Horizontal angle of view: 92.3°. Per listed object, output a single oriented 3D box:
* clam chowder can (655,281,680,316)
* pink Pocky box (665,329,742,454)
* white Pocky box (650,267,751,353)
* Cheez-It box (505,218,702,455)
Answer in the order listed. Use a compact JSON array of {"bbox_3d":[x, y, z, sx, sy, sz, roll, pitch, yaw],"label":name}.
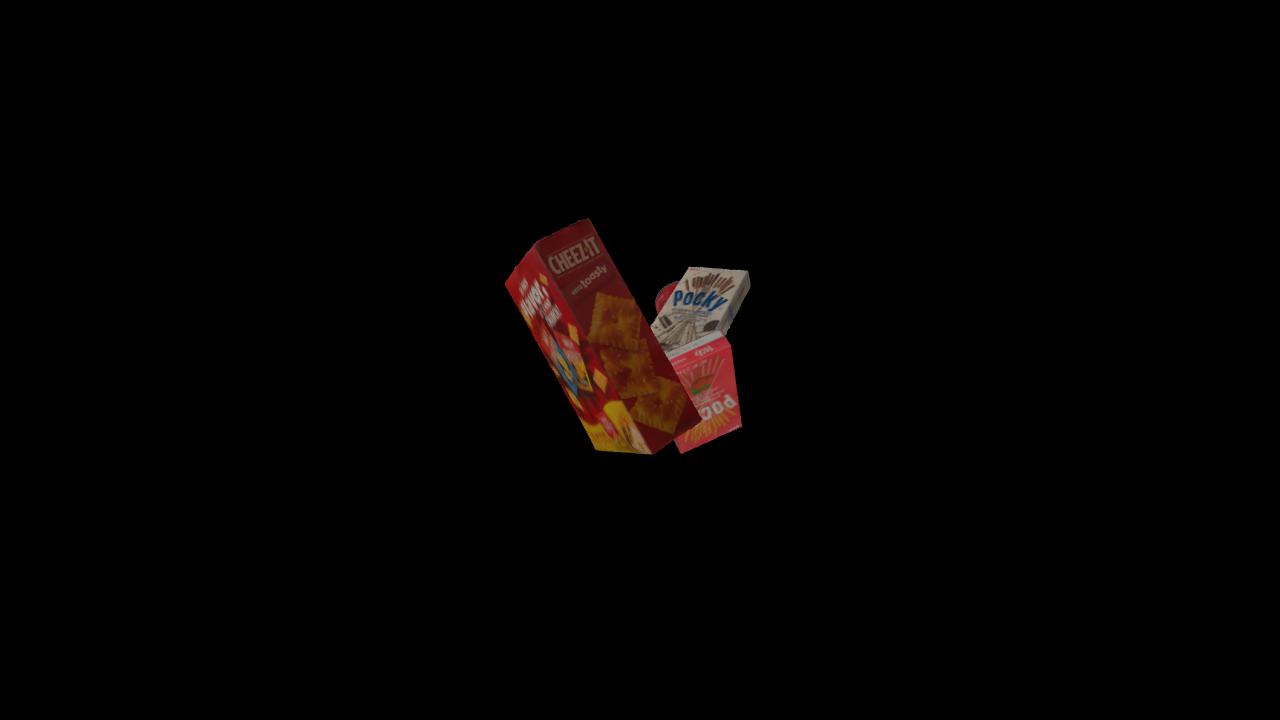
[{"bbox_3d":[0.057,-0.042,0.762,0.068,0.068,0.102,0,44,-7],"label":"clam chowder can"},{"bbox_3d":[0.067,0.040,0.686,0.084,0.029,0.155,-23,-41,-6],"label":"pink Pocky box"},{"bbox_3d":[0.067,-0.052,0.734,0.084,0.154,0.028,10,-39,30],"label":"white Pocky box"},{"bbox_3d":[-0.047,-0.014,0.634,0.071,0.223,0.166,-31,6,-22],"label":"Cheez-It box"}]
